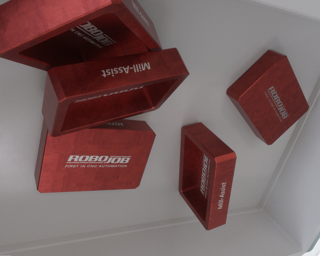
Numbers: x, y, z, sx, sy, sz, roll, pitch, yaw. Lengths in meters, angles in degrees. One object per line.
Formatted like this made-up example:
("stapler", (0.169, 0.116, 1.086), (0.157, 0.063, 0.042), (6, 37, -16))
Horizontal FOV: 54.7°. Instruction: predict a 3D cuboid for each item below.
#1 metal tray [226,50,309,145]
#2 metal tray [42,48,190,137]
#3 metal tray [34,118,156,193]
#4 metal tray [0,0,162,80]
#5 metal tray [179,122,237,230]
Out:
("metal tray", (0.167, -0.042, 0.471), (0.090, 0.030, 0.130), (-44, 129, 2))
("metal tray", (-0.046, -0.035, 0.313), (0.131, 0.030, 0.090), (-17, 166, -29))
("metal tray", (-0.079, 0.033, 0.383), (0.131, 0.030, 0.089), (4, 117, -30))
("metal tray", (-0.057, -0.076, 0.255), (0.090, 0.130, 0.030), (-20, 86, 12))
("metal tray", (0.063, 0.068, 0.442), (0.030, 0.090, 0.129), (-14, 124, -21))
